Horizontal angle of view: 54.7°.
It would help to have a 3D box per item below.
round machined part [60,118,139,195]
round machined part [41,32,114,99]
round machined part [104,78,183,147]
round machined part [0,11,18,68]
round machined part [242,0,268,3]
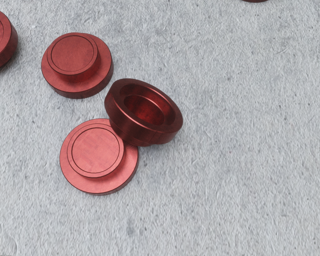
[{"bbox_3d":[-0.076,0.033,0.386,0.099,0.042,0.098,0,70,0],"label":"round machined part"},{"bbox_3d":[-0.117,-0.093,0.432,0.099,0.042,0.098,0,70,0],"label":"round machined part"},{"bbox_3d":[-0.024,-0.015,0.386,0.099,0.042,0.098,24,34,-17],"label":"round machined part"},{"bbox_3d":[-0.252,-0.120,0.441,0.099,0.042,0.098,0,70,0],"label":"round machined part"},{"bbox_3d":[0.152,-0.253,0.492,0.099,0.042,0.098,0,70,0],"label":"round machined part"}]
